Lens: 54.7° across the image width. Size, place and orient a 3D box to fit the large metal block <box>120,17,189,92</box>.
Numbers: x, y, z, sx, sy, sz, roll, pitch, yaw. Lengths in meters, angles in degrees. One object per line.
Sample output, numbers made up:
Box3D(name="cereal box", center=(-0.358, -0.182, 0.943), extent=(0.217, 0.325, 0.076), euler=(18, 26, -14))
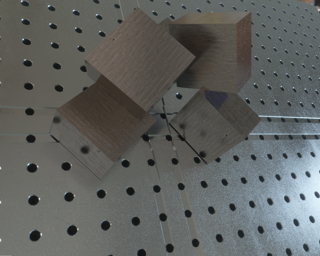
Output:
Box3D(name="large metal block", center=(-0.008, -0.091, 0.424), extent=(0.050, 0.080, 0.080), euler=(41, 51, -1))

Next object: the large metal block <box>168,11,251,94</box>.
Box3D(name="large metal block", center=(0.063, -0.092, 0.374), extent=(0.080, 0.079, 0.050), euler=(11, 37, 30))

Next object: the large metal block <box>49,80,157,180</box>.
Box3D(name="large metal block", center=(-0.065, -0.002, 0.359), extent=(0.080, 0.050, 0.080), euler=(43, 51, 1))

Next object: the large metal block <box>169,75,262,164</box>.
Box3D(name="large metal block", center=(0.072, -0.010, 0.417), extent=(0.080, 0.080, 0.050), euler=(47, 51, 4))

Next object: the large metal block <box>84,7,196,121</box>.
Box3D(name="large metal block", center=(-0.022, -0.067, 0.338), extent=(0.080, 0.050, 0.080), euler=(41, 76, -1))
